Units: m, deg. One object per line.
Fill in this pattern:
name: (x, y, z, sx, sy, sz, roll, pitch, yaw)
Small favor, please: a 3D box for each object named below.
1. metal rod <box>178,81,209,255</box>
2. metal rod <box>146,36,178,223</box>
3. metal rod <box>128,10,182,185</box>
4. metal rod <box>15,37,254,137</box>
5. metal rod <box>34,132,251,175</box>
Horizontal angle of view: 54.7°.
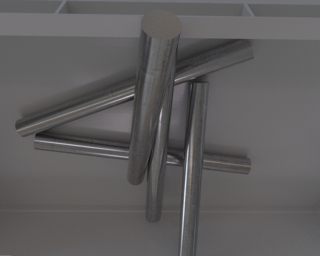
metal rod: (0.041, 0.089, 0.404, 0.025, 0.025, 0.298, 2, 105, -2)
metal rod: (-0.003, 0.028, 0.398, 0.025, 0.025, 0.298, 2, 130, -2)
metal rod: (-0.017, 0.004, 0.320, 0.025, 0.025, 0.299, 6, 153, -5)
metal rod: (-0.041, -0.043, 0.371, 0.301, 0.025, 0.025, -17, 128, 14)
metal rod: (-0.019, 0.037, 0.439, 0.302, 0.025, 0.025, 8, 130, -7)
